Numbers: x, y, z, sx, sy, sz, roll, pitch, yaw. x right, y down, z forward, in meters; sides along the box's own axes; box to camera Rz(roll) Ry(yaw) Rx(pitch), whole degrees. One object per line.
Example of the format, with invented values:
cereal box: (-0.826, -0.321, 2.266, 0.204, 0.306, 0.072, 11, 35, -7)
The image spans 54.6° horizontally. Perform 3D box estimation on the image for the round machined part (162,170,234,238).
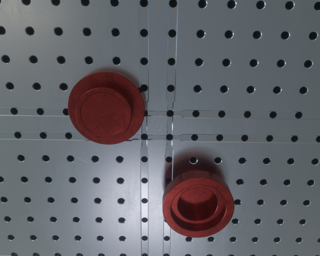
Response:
round machined part: (0.053, 0.104, 0.443, 0.099, 0.042, 0.097, 0, 110, 0)

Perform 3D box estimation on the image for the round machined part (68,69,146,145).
round machined part: (-0.069, -0.023, 0.395, 0.099, 0.042, 0.097, 0, 110, 0)
